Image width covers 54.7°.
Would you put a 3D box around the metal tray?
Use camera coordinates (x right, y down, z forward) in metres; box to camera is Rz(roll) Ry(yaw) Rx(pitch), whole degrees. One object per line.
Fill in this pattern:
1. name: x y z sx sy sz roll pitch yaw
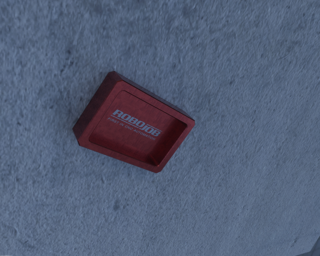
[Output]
1. metal tray: -0.029 -0.002 0.388 0.131 0.030 0.090 26 104 -38
